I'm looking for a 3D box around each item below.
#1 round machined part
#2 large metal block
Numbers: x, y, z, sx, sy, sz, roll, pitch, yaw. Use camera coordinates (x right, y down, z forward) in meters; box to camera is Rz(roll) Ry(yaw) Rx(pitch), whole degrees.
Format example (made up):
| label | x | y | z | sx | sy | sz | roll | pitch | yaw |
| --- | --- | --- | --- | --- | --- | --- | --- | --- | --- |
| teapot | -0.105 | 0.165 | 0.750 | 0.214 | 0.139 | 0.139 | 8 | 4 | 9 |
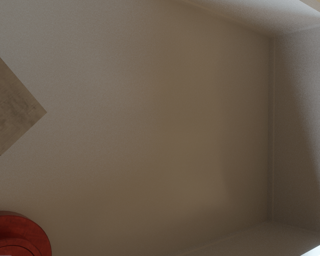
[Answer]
| label | x | y | z | sx | sy | sz | roll | pitch | yaw |
| --- | --- | --- | --- | --- | --- | --- | --- | --- | --- |
| round machined part | -0.145 | 0.127 | 0.276 | 0.099 | 0.042 | 0.097 | 0 | 90 | -40 |
| large metal block | -0.151 | -0.020 | 0.238 | 0.080 | 0.080 | 0.050 | 57 | 42 | -25 |
